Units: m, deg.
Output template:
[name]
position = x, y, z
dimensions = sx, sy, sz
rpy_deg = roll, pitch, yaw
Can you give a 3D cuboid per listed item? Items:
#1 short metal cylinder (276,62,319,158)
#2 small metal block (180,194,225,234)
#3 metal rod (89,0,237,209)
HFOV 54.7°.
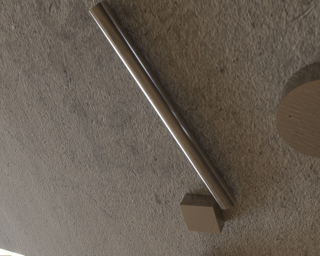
[short metal cylinder]
position = 0.157, -0.018, 0.297
dimensions = 0.080, 0.050, 0.079
rpy_deg = 13, 124, 21
[small metal block]
position = 0.062, 0.124, 0.451
dimensions = 0.050, 0.025, 0.050
rpy_deg = -4, 117, 30
[metal rod]
position = 0.010, -0.019, 0.389
dimensions = 0.025, 0.025, 0.299
rpy_deg = -25, 105, 37
